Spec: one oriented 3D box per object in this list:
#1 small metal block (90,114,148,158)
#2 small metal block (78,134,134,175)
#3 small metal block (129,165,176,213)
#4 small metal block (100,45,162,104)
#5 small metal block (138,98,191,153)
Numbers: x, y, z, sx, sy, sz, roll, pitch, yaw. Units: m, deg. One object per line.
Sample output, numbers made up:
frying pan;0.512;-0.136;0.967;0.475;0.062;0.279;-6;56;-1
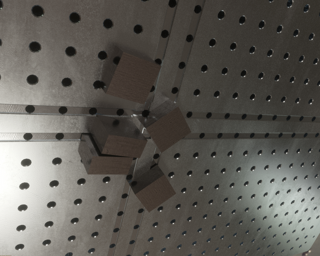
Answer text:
small metal block;-0.051;0.010;0.375;0.050;0.050;0.025;11;113;-33
small metal block;-0.067;0.032;0.379;0.050;0.050;0.025;6;116;-31
small metal block;-0.010;0.091;0.464;0.050;0.025;0.050;-34;129;-7
small metal block;-0.034;-0.060;0.357;0.050;0.025;0.050;14;111;-34
small metal block;0.007;-0.003;0.415;0.050;0.025;0.050;-35;129;-6
